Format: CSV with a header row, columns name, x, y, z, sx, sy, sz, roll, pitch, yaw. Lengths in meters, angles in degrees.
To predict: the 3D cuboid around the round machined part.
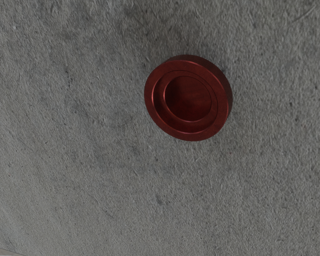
name,x,y,z,sx,sy,sz,roll,pitch,yaw
round machined part,0.035,-0.037,0.355,0.098,0.042,0.097,13,124,21
